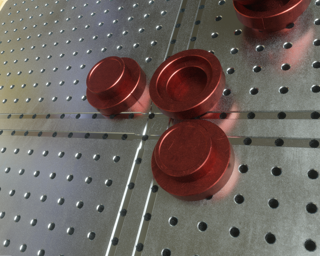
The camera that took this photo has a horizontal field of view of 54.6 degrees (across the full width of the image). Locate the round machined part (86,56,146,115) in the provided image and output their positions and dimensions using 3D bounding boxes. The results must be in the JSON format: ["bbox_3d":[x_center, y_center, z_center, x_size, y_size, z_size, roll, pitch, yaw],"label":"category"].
[{"bbox_3d":[-0.074,-0.072,0.482,0.098,0.042,0.098,-13,56,21],"label":"round machined part"}]

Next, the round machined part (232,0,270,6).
[{"bbox_3d":[0.125,-0.199,0.400,0.098,0.042,0.098,-13,56,21],"label":"round machined part"}]

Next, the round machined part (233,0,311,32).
[{"bbox_3d":[0.153,-0.171,0.422,0.098,0.042,0.098,-13,56,21],"label":"round machined part"}]

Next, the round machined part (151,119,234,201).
[{"bbox_3d":[0.033,0.031,0.362,0.098,0.042,0.098,-13,56,21],"label":"round machined part"}]

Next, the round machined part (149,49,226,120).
[{"bbox_3d":[0.039,-0.053,0.410,0.098,0.042,0.098,-13,56,21],"label":"round machined part"}]
